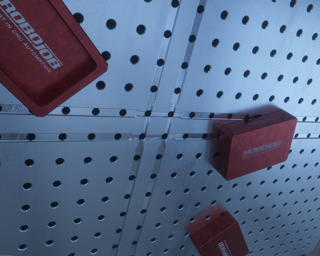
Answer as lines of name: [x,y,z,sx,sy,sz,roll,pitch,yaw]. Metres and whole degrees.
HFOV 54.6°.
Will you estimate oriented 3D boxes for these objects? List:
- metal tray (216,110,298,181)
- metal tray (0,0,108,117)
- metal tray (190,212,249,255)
metal tray: [0.158,0.028,0.510,0.131,0.030,0.089,-14,124,-21]
metal tray: [-0.122,-0.083,0.289,0.090,0.030,0.130,-37,129,-3]
metal tray: [0.123,0.234,0.619,0.090,0.030,0.130,-32,129,-7]
